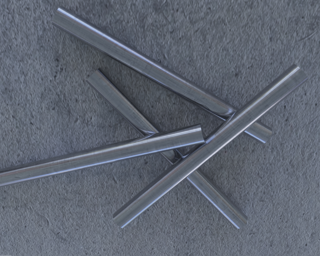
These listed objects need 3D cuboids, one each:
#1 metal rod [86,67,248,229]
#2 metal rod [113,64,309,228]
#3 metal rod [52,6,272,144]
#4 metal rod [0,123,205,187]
[{"bbox_3d":[0.018,0.036,0.423,0.025,0.025,0.300,-41,105,13],"label":"metal rod"},{"bbox_3d":[0.054,0.031,0.393,0.300,0.025,0.025,-41,105,13],"label":"metal rod"},{"bbox_3d":[0.011,-0.060,0.387,0.301,0.025,0.025,28,108,-10],"label":"metal rod"},{"bbox_3d":[-0.092,0.040,0.405,0.301,0.025,0.025,-13,110,11],"label":"metal rod"}]
